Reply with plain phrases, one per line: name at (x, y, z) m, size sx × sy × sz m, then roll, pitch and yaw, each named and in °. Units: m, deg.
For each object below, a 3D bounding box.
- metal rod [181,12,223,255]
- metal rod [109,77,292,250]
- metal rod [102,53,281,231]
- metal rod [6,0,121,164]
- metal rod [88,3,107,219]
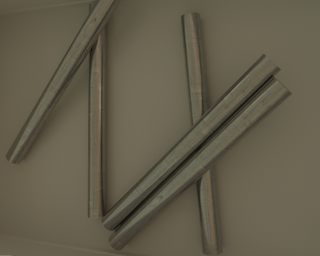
metal rod at (0.052, 0.006, 0.391) m, size 0.025 × 0.025 × 0.298 m, roll -6°, pitch 88°, yaw 19°
metal rod at (0.032, 0.058, 0.374) m, size 0.025 × 0.025 × 0.299 m, roll 48°, pitch 113°, yaw 13°
metal rod at (0.023, 0.032, 0.378) m, size 0.025 × 0.025 × 0.299 m, roll 48°, pitch 113°, yaw 13°
metal rod at (-0.144, -0.063, 0.441) m, size 0.025 × 0.025 × 0.299 m, roll 43°, pitch 110°, yaw 14°
metal rod at (-0.089, -0.024, 0.440) m, size 0.025 × 0.025 × 0.298 m, roll 0°, pitch 90°, yaw 19°
